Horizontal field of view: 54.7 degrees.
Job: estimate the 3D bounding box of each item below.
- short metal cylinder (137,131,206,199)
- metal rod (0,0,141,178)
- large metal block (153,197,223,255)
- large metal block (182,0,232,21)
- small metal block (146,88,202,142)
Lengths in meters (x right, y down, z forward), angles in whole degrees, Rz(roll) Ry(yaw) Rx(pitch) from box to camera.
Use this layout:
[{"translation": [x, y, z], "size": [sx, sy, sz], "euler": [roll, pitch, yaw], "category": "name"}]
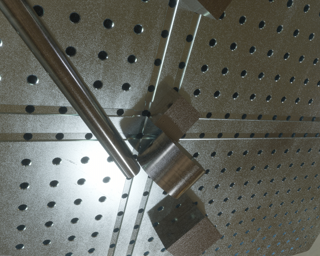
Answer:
[{"translation": [0.015, 0.048, 0.416], "size": [0.050, 0.080, 0.080], "euler": [-46, 130, 4], "category": "short metal cylinder"}, {"translation": [-0.094, -0.043, 0.333], "size": [0.025, 0.025, 0.299], "euler": [-34, 129, -7], "category": "metal rod"}, {"translation": [0.049, 0.180, 0.535], "size": [0.080, 0.050, 0.080], "euler": [-39, 130, -2], "category": "large metal block"}, {"translation": [0.046, -0.172, 0.315], "size": [0.080, 0.050, 0.080], "euler": [29, 102, -38], "category": "large metal block"}, {"translation": [0.019, -0.017, 0.413], "size": [0.050, 0.025, 0.050], "euler": [-47, 130, 4], "category": "small metal block"}]
